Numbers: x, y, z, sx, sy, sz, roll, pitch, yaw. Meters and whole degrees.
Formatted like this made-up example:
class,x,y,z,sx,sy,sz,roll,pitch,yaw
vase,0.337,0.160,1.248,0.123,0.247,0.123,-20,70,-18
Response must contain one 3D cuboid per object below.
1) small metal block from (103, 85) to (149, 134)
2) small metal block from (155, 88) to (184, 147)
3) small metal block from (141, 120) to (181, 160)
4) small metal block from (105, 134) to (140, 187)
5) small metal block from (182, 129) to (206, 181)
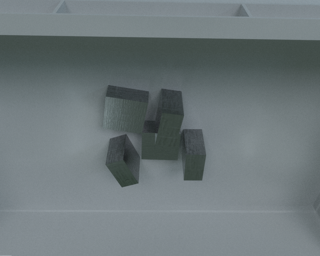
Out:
class,x,y,z,sx,sy,sz,roll,pitch,yaw
small metal block,-0.043,-0.023,0.389,0.050,0.025,0.050,8,130,-7
small metal block,0.010,-0.013,0.382,0.025,0.050,0.050,7,130,-7
small metal block,0.001,0.017,0.424,0.050,0.025,0.050,2,131,-3
small metal block,-0.050,0.045,0.431,0.025,0.050,0.050,-16,129,13
small metal block,0.045,0.037,0.425,0.025,0.050,0.050,0,130,-1
